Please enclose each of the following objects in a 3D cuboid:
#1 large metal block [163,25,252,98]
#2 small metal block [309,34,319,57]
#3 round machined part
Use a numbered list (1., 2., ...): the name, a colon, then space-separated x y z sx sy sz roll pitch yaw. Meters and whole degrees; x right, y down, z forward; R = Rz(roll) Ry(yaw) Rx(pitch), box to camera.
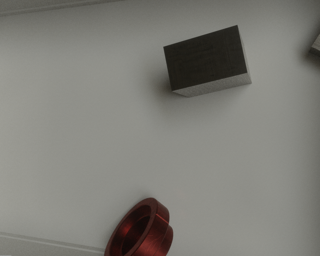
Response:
1. large metal block: 0.059 -0.072 0.360 0.080 0.080 0.050 -12 86 19
2. small metal block: 0.203 -0.097 0.339 0.050 0.025 0.050 33 100 16
3. round machined part: -0.021 0.139 0.385 0.042 0.098 0.098 42 105 -14
